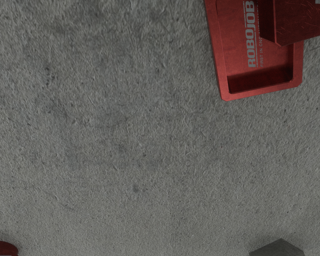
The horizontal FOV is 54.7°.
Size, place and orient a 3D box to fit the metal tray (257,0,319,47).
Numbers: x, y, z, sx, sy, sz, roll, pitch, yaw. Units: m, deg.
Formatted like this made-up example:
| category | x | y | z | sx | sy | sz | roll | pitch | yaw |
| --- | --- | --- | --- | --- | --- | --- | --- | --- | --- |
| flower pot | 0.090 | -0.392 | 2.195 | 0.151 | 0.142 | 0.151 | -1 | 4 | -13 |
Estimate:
| category | x | y | z | sx | sy | sz | roll | pitch | yaw |
| --- | --- | --- | --- | --- | --- | --- | --- | --- | --- |
| metal tray | 0.127 | -0.144 | 0.256 | 0.091 | 0.030 | 0.129 | -17 | 119 | -4 |

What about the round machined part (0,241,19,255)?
| category | x | y | z | sx | sy | sz | roll | pitch | yaw |
| --- | --- | --- | --- | --- | --- | --- | --- | --- | --- |
| round machined part | -0.322 | 0.259 | 0.612 | 0.099 | 0.042 | 0.097 | -1 | 130 | 0 |

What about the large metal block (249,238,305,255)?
| category | x | y | z | sx | sy | sz | roll | pitch | yaw |
| --- | --- | --- | --- | --- | --- | --- | --- | --- | --- |
| large metal block | 0.244 | 0.277 | 0.631 | 0.080 | 0.050 | 0.080 | 34 | 122 | -26 |

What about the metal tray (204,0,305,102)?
| category | x | y | z | sx | sy | sz | roll | pitch | yaw |
| --- | --- | --- | --- | --- | --- | --- | --- | --- | --- |
| metal tray | 0.099 | -0.095 | 0.324 | 0.090 | 0.030 | 0.129 | -12 | 130 | 9 |
